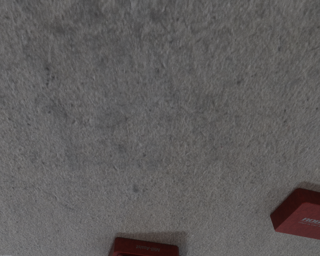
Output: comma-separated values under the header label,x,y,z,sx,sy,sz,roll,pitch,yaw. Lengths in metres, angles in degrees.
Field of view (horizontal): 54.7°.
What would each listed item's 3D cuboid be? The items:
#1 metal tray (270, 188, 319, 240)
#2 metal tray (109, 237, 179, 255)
label,x,y,z,sx,sy,sz,roll,pitch,yaw
metal tray,0.274,0.154,0.540,0.131,0.030,0.089,14,129,-12
metal tray,-0.036,0.267,0.631,0.131,0.030,0.089,13,129,-11
